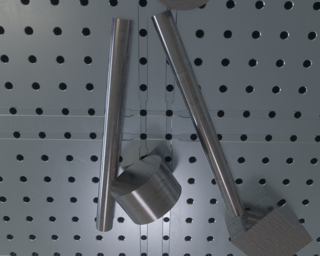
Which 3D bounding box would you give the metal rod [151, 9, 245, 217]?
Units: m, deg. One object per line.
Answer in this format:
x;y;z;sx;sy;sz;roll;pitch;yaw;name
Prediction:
0.057;-0.005;0.411;0.025;0.025;0.299;-21;109;7;metal rod

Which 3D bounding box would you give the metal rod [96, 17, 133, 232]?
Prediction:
-0.064;0.010;0.416;0.025;0.025;0.298;7;110;-3;metal rod

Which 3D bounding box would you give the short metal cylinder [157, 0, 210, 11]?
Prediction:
0.025;-0.170;0.337;0.081;0.050;0.079;0;110;0;short metal cylinder

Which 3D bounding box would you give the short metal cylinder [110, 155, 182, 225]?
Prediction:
-0.019;0.081;0.414;0.080;0.080;0.050;-30;108;10;short metal cylinder

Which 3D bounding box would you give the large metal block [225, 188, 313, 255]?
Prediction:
0.158;0.151;0.457;0.080;0.050;0.080;41;105;-14;large metal block
